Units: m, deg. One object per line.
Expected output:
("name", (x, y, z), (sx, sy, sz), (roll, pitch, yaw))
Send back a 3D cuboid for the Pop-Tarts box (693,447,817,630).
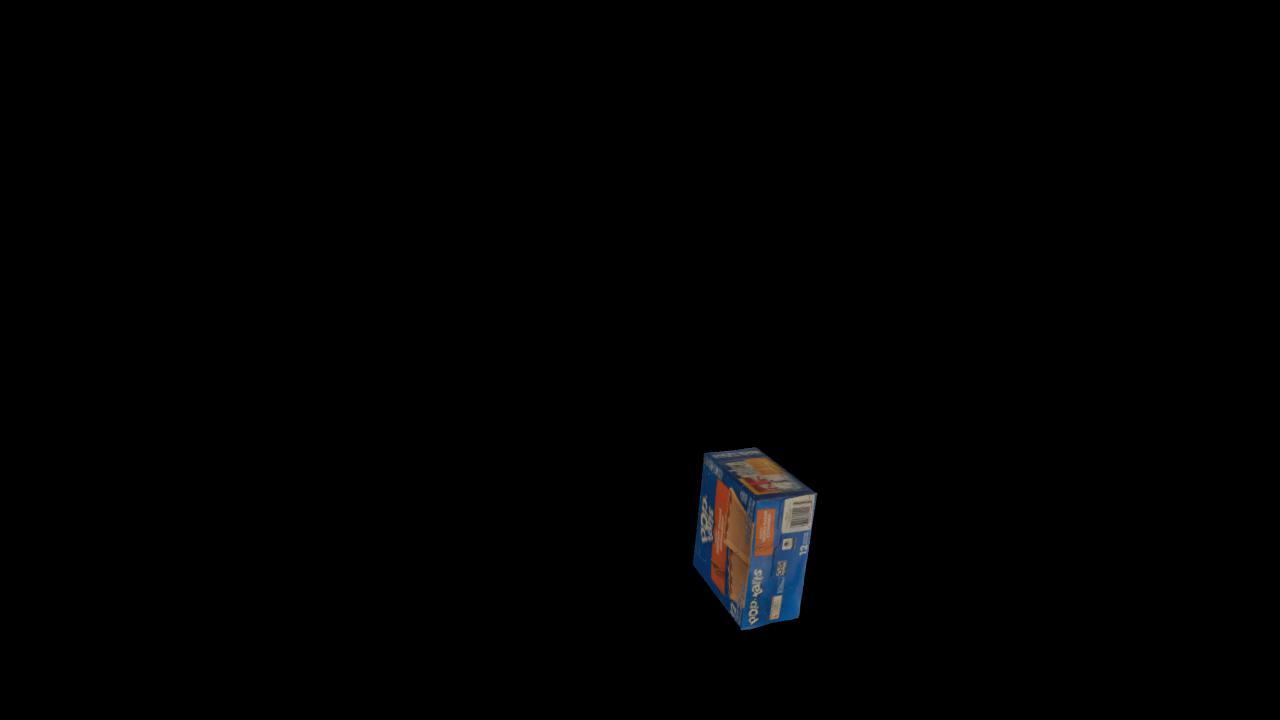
("Pop-Tarts box", (0.136, 0.214, 0.764), (0.083, 0.167, 0.141), (0, 15, -19))
